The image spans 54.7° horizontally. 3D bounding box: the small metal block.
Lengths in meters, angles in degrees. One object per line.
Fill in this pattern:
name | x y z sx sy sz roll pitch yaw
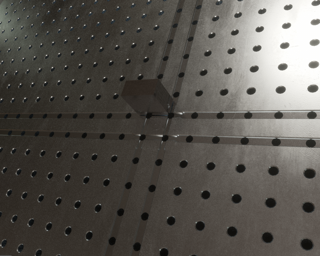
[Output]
small metal block | -0.017 -0.042 0.425 0.050 0.050 0.025 1 63 28
